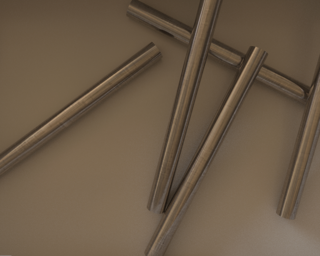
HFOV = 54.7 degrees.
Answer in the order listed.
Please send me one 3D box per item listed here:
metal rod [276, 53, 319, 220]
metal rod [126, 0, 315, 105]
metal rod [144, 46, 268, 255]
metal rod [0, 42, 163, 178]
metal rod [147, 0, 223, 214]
[{"bbox_3d":[0.197,-0.027,0.390,0.025,0.025,0.298,11,100,-1],"label":"metal rod"},{"bbox_3d":[0.096,-0.093,0.412,0.301,0.025,0.025,26,90,-1],"label":"metal rod"},{"bbox_3d":[0.057,0.037,0.398,0.025,0.025,0.299,26,95,-1],"label":"metal rod"},{"bbox_3d":[-0.125,-0.015,0.409,0.301,0.025,0.025,-37,90,-1],"label":"metal rod"},{"bbox_3d":[0.030,-0.033,0.378,0.025,0.025,0.298,14,103,-1],"label":"metal rod"}]
